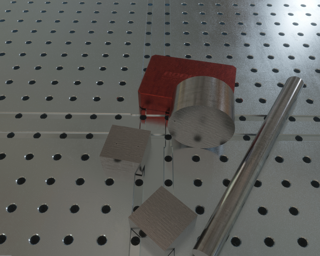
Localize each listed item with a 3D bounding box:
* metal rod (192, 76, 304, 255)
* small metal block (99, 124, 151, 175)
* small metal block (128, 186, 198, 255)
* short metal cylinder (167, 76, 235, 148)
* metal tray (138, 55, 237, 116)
[{"bbox_3d":[0.123,0.029,0.384,0.025,0.025,0.301,26,54,20],"label":"metal rod"},{"bbox_3d":[-0.041,0.026,0.385,0.050,0.025,0.050,9,51,7],"label":"small metal block"},{"bbox_3d":[0.003,0.098,0.325,0.050,0.025,0.050,36,58,26],"label":"small metal block"},{"bbox_3d":[0.053,-0.018,0.388,0.080,0.080,0.050,6,51,5],"label":"short metal cylinder"},{"bbox_3d":[0.042,-0.062,0.457,0.131,0.030,0.090,10,51,7],"label":"metal tray"}]
